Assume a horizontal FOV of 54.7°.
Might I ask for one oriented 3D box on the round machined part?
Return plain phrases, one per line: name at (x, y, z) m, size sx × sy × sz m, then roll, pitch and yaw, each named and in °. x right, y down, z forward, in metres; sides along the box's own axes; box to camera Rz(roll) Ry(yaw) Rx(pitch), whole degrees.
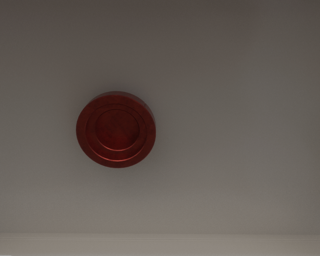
round machined part at (-0.054, -0.001, 0.401) m, size 0.099 × 0.042 × 0.097 m, roll 0°, pitch 110°, yaw -1°
